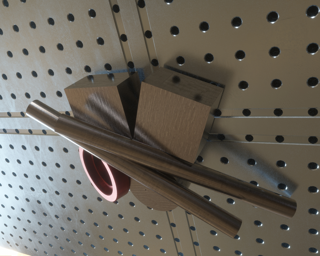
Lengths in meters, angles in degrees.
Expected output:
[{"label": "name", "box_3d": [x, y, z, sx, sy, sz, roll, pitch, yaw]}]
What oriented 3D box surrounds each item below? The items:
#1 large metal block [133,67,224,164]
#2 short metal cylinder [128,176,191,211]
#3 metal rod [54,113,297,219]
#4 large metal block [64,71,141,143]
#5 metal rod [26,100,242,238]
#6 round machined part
[{"label": "large metal block", "box_3d": [0.020, -0.016, 0.368, 0.080, 0.050, 0.079, 22, 127, 15]}, {"label": "short metal cylinder", "box_3d": [0.002, 0.068, 0.430, 0.080, 0.050, 0.079, 13, 124, 21]}, {"label": "metal rod", "box_3d": [0.021, 0.047, 0.376, 0.302, 0.025, 0.025, 21, 128, -2]}, {"label": "large metal block", "box_3d": [-0.066, -0.025, 0.405, 0.080, 0.050, 0.080, 1, 119, 27]}, {"label": "metal rod", "box_3d": [-0.038, 0.047, 0.389, 0.301, 0.025, 0.025, 30, 128, 8]}, {"label": "round machined part", "box_3d": [-0.074, 0.055, 0.454, 0.098, 0.042, 0.097, 33, 137, 37]}]
